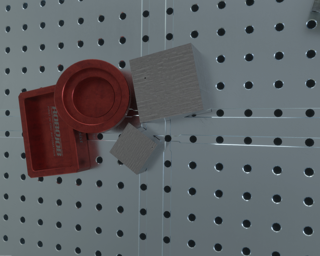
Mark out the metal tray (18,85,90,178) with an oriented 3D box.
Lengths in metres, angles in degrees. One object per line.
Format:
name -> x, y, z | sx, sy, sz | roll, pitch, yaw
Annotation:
metal tray -> -0.159, 0.005, 0.464 | 0.090, 0.030, 0.129 | -9, 87, 19

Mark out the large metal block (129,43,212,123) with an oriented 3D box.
large metal block -> 0.014, -0.053, 0.394 | 0.080, 0.050, 0.080 | -11, 86, 19

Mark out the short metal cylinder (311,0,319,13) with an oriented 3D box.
short metal cylinder -> 0.193, -0.157, 0.316 | 0.050, 0.080, 0.079 | 16, 95, 19

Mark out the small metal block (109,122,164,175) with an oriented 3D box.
small metal block -> -0.032, 0.027, 0.423 | 0.050, 0.025, 0.050 | 37, 102, 16

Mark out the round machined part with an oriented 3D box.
round machined part -> -0.088, -0.041, 0.423 | 0.099, 0.042, 0.097 | 0, 87, -1
